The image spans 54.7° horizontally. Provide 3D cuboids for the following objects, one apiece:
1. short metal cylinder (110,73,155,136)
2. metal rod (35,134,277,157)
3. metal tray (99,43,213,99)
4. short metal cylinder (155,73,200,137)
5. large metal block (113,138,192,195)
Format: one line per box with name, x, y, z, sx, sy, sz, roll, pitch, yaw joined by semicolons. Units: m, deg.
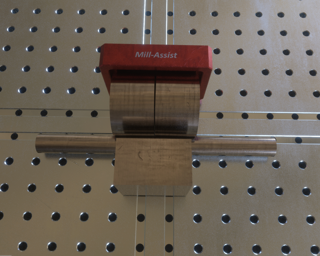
short metal cylinder;-0.032;-0.030;0.390;0.050;0.080;0.080;1;70;0
metal rod;-0.005;0.022;0.399;0.302;0.025;0.025;1;70;0
metal tray;-0.004;-0.069;0.398;0.131;0.090;0.030;1;70;0
short metal cylinder;0.020;-0.029;0.390;0.050;0.080;0.080;2;70;0
large metal block;-0.007;0.048;0.360;0.081;0.080;0.050;1;70;0
